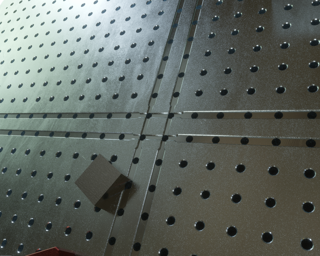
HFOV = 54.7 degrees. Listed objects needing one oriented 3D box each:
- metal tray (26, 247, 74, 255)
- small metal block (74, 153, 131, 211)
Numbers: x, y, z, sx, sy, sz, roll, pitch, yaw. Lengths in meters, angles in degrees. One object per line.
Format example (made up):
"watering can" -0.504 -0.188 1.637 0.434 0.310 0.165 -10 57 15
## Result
"metal tray" -0.143 0.212 0.347 0.090 0.030 0.130 -21 54 15
"small metal block" -0.075 0.070 0.403 0.050 0.025 0.050 34 81 38
